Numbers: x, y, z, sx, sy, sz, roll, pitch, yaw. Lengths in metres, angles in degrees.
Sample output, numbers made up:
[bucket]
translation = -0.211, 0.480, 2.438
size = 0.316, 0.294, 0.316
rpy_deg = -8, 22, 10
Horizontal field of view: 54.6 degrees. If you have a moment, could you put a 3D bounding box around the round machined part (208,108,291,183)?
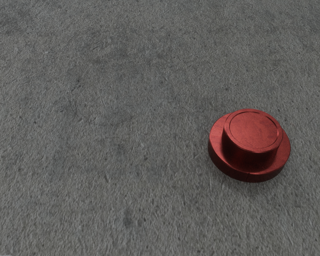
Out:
[round machined part]
translation = 0.110, 0.014, 0.381
size = 0.099, 0.042, 0.098
rpy_deg = 0, 50, 0
